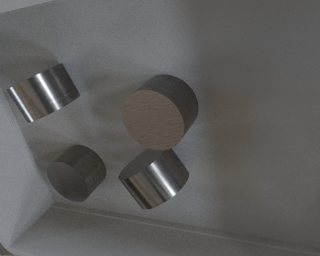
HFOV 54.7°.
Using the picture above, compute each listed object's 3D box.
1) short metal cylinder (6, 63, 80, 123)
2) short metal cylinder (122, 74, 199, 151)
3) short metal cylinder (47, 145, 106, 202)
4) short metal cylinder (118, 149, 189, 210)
[{"bbox_3d":[-0.159,-0.049,0.427,0.080,0.080,0.050,-14,111,34],"label":"short metal cylinder"},{"bbox_3d":[0.001,-0.019,0.380,0.080,0.050,0.079,13,124,21],"label":"short metal cylinder"},{"bbox_3d":[-0.137,0.075,0.511,0.080,0.050,0.079,13,124,21],"label":"short metal cylinder"},{"bbox_3d":[-0.008,0.063,0.416,0.080,0.080,0.050,-27,104,37],"label":"short metal cylinder"}]
